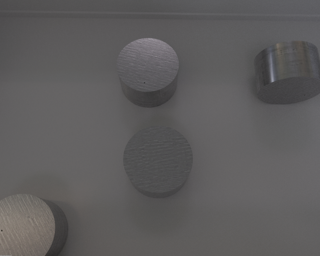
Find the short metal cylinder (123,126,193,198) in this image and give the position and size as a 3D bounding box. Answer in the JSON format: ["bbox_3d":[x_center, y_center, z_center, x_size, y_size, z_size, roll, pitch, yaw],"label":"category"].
[{"bbox_3d":[-0.002,0.043,0.381,0.081,0.050,0.080,0,70,0],"label":"short metal cylinder"}]

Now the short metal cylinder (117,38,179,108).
[{"bbox_3d":[-0.016,-0.074,0.423,0.081,0.050,0.080,0,70,0],"label":"short metal cylinder"}]

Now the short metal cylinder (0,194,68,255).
[{"bbox_3d":[-0.152,0.119,0.352,0.081,0.050,0.080,0,70,0],"label":"short metal cylinder"}]

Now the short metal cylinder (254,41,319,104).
[{"bbox_3d":[0.167,-0.070,0.407,0.080,0.080,0.050,1,70,0],"label":"short metal cylinder"}]
